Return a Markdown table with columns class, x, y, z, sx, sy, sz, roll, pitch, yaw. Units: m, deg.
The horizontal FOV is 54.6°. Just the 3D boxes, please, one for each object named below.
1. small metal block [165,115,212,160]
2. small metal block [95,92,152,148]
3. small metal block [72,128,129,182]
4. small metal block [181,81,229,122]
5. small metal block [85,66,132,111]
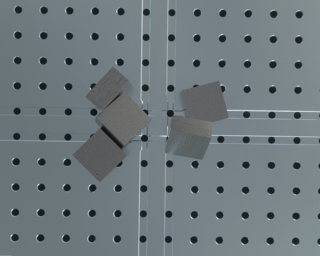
| class | x | y | z | sx | sy | sz | roll | pitch | yaw |
| --- | --- | --- | --- | --- | --- | --- | --- | --- | --- |
| small metal block | 0.036 | 0.013 | 0.399 | 0.050 | 0.050 | 0.025 | 10 | 51 | 0 |
| small metal block | -0.048 | -0.010 | 0.405 | 0.050 | 0.025 | 0.050 | 46 | 69 | 0 |
| small metal block | -0.078 | 0.035 | 0.413 | 0.050 | 0.025 | 0.050 | -45 | 90 | 0 |
| small metal block | 0.059 | -0.031 | 0.414 | 0.050 | 0.025 | 0.050 | -15 | 90 | 0 |
| small metal block | -0.065 | -0.048 | 0.400 | 0.025 | 0.050 | 0.050 | 42 | 90 | 0 |
